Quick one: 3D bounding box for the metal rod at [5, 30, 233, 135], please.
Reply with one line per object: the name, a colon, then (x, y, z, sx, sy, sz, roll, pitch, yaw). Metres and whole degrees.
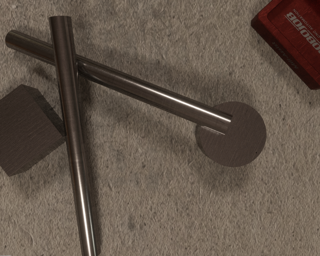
metal rod: (-0.058, -0.060, 0.382, 0.301, 0.025, 0.025, 23, 90, 10)

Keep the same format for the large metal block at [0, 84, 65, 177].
large metal block: (-0.173, 0.003, 0.395, 0.080, 0.050, 0.080, -38, 90, 0)

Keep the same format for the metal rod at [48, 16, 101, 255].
metal rod: (-0.103, 0.019, 0.383, 0.025, 0.025, 0.298, -5, 100, 0)

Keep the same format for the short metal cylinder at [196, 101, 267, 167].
short metal cylinder: (0.089, 0.007, 0.399, 0.081, 0.050, 0.079, 0, 90, -1)

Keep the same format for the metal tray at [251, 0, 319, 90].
metal tray: (0.199, -0.126, 0.409, 0.090, 0.030, 0.130, -43, 91, 0)
